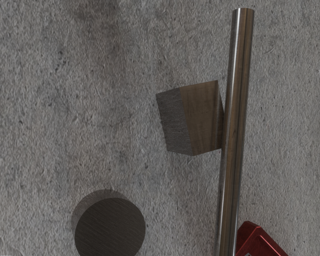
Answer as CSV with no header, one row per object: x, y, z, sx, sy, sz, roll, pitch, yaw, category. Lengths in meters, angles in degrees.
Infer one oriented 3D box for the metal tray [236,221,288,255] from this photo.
0.150,0.215,0.462,0.130,0.030,0.090,46,76,-14,metal tray

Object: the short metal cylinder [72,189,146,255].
-0.063,0.118,0.373,0.081,0.050,0.080,0,90,-20,short metal cylinder

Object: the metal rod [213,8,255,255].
0.084,0.015,0.355,0.025,0.025,0.298,5,89,-20,metal rod

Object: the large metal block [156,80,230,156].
0.039,-0.012,0.394,0.050,0.080,0.080,-13,95,-20,large metal block
